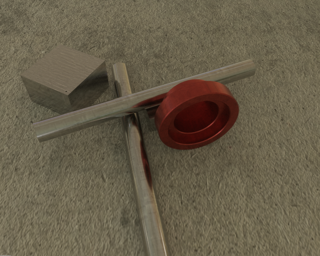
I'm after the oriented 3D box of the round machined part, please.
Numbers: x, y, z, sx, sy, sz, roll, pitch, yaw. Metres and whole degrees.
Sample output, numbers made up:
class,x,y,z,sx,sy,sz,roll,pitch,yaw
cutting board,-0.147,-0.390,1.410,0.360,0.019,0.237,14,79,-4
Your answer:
class,x,y,z,sx,sy,sz,roll,pitch,yaw
round machined part,0.041,-0.020,0.373,0.099,0.097,0.042,-12,51,-10

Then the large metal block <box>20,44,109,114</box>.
class,x,y,z,sx,sy,sz,roll,pitch,yaw
large metal block,-0.132,-0.067,0.441,0.080,0.050,0.080,23,54,17

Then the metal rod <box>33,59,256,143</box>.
class,x,y,z,sx,sy,sz,roll,pitch,yaw
metal rod,-0.007,-0.041,0.404,0.302,0.025,0.025,-19,53,-17

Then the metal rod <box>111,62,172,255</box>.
class,x,y,z,sx,sy,sz,roll,pitch,yaw
metal rod,-0.031,0.021,0.385,0.025,0.025,0.300,-9,51,-8

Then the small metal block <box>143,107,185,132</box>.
class,x,y,z,sx,sy,sz,roll,pitch,yaw
small metal block,0.004,-0.026,0.426,0.050,0.025,0.050,-12,51,-11
